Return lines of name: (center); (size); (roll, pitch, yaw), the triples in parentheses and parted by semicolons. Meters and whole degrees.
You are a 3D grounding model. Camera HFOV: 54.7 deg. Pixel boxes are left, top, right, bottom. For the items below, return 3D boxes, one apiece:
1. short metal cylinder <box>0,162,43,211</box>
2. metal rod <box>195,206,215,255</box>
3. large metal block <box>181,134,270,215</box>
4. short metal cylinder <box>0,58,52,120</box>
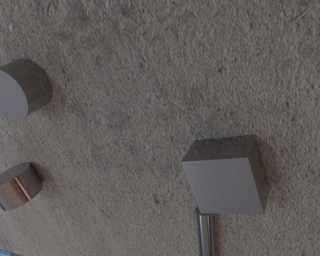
short metal cylinder: (-0.268, 0.107, 0.575); (0.080, 0.080, 0.050); (-11, 113, 32)
metal rod: (0.081, 0.247, 0.515); (0.025, 0.025, 0.298); (6, 121, 24)
large metal block: (0.083, 0.058, 0.382); (0.080, 0.050, 0.080); (-8, 115, 31)
short metal cylinder: (-0.211, -0.058, 0.463); (0.080, 0.050, 0.079); (13, 124, 20)
